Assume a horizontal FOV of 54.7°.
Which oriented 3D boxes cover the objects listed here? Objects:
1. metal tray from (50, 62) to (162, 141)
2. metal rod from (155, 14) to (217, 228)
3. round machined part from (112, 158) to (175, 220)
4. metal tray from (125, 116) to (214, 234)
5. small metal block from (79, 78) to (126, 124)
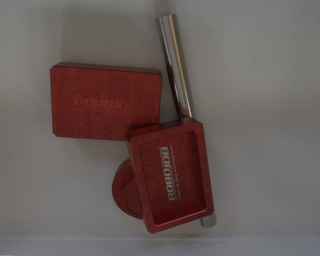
[{"bbox_3d":[-0.066,-0.031,0.388,0.131,0.030,0.089,4,110,-3],"label":"metal tray"},{"bbox_3d":[0.040,0.005,0.413,0.025,0.025,0.298,-12,110,4],"label":"metal rod"},{"bbox_3d":[-0.018,0.089,0.435,0.099,0.042,0.097,0,110,-1],"label":"round machined part"},{"bbox_3d":[0.014,0.059,0.388,0.091,0.030,0.129,-14,108,-13],"label":"metal tray"},{"bbox_3d":[-0.071,-0.037,0.397,0.050,0.025,0.050,-14,110,4],"label":"small metal block"}]
